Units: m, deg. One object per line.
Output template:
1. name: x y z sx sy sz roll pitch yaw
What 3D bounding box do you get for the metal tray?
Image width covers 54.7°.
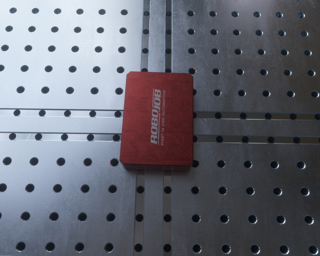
1. metal tray: -0.002 -0.010 0.412 0.091 0.030 0.130 2 70 0
